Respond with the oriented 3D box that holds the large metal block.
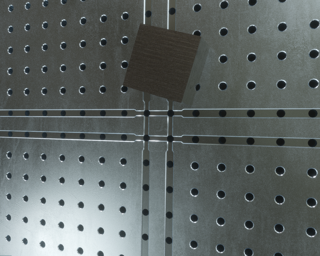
[{"bbox_3d":[0.009,-0.079,0.397,0.080,0.050,0.080,19,96,19],"label":"large metal block"}]
